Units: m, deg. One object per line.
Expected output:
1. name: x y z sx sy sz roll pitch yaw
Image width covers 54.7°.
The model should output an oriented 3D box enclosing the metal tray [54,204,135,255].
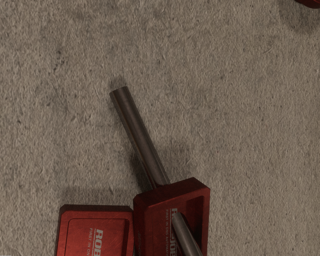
1. metal tray: -0.081 0.162 0.377 0.091 0.030 0.129 7 88 -20

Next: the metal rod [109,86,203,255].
1. metal rod: 0.008 0.089 0.393 0.025 0.025 0.299 -24 91 -19

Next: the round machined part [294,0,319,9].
1. round machined part: 0.241 -0.238 0.491 0.099 0.042 0.097 0 90 -21

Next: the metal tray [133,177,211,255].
1. metal tray: 0.016 0.134 0.386 0.091 0.030 0.129 -12 113 -28
